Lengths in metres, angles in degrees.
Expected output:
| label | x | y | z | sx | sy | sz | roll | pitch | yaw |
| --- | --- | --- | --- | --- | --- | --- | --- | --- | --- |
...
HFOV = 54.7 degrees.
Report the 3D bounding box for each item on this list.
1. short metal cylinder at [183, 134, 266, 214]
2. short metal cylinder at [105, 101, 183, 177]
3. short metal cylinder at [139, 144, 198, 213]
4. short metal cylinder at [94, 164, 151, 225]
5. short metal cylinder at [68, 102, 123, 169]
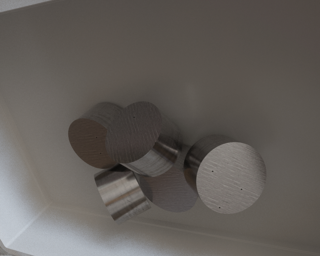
| label | x | y | z | sx | sy | sz | roll | pitch | yaw |
| --- | --- | --- | --- | --- | --- | --- | --- | --- | --- |
| short metal cylinder | 0.073 | 0.051 | 0.356 | 0.081 | 0.050 | 0.079 | -2 | 98 | -11 |
| short metal cylinder | -0.019 | 0.014 | 0.379 | 0.080 | 0.080 | 0.050 | -8 | 150 | 31 |
| short metal cylinder | 0.020 | 0.067 | 0.420 | 0.080 | 0.050 | 0.079 | 13 | 124 | 20 |
| short metal cylinder | -0.053 | 0.090 | 0.445 | 0.050 | 0.080 | 0.080 | -27 | 109 | -7 |
| short metal cylinder | -0.080 | 0.010 | 0.436 | 0.080 | 0.050 | 0.079 | 13 | 124 | 20 |
